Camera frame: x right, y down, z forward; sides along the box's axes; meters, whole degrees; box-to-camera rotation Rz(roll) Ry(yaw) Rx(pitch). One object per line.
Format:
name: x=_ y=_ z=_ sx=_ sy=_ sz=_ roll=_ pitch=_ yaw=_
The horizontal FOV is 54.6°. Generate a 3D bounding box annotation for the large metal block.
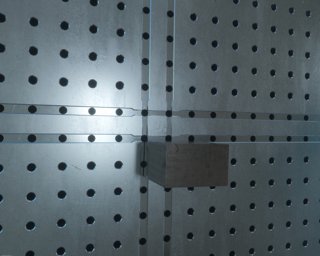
large metal block: x=0.030 y=0.043 z=0.394 sx=0.081 sy=0.080 sz=0.050 roll=2 pitch=90 yaw=-20
